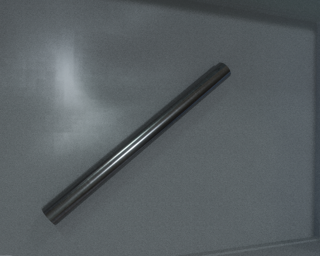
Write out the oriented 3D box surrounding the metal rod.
[{"bbox_3d":[-0.019,0.010,0.403,0.301,0.025,0.025,-40,103,-16],"label":"metal rod"}]
